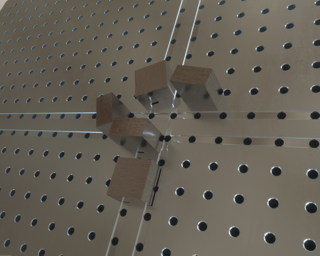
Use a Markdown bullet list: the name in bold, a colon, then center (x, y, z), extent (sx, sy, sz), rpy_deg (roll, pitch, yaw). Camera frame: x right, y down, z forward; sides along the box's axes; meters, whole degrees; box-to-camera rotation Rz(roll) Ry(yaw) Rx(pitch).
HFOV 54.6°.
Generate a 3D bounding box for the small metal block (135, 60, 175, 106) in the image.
- **small metal block**: center (-0.009, -0.066, 0.454), extent (0.050, 0.025, 0.050), rpy_deg (-16, 55, 19)

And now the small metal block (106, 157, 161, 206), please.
- **small metal block**: center (-0.032, 0.065, 0.386), extent (0.050, 0.025, 0.050), rpy_deg (1, 62, 28)

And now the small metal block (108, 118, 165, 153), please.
- **small metal block**: center (-0.030, 0.010, 0.403), extent (0.050, 0.050, 0.025), rpy_deg (2, 63, 29)

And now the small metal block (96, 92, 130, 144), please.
- **small metal block**: center (-0.064, -0.013, 0.435), extent (0.025, 0.050, 0.050), rpy_deg (-19, 54, 17)

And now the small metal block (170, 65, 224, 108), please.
- **small metal block**: center (0.048, -0.054, 0.401), extent (0.050, 0.050, 0.025), rpy_deg (14, 70, 34)
